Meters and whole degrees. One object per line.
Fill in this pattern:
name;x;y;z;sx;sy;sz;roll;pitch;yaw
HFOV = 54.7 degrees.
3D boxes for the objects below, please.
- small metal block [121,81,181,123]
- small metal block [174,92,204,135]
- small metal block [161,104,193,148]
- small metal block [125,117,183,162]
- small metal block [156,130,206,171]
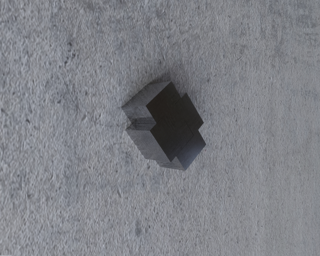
small metal block;-0.011;-0.031;0.382;0.050;0.050;0.025;-47;119;-30
small metal block;0.022;-0.018;0.410;0.025;0.050;0.050;-49;119;-29
small metal block;0.007;-0.002;0.397;0.025;0.050;0.050;-48;119;-30
small metal block;-0.008;0.014;0.384;0.025;0.050;0.050;-48;119;-30
small metal block;0.024;0.028;0.412;0.050;0.050;0.025;-47;119;-30
